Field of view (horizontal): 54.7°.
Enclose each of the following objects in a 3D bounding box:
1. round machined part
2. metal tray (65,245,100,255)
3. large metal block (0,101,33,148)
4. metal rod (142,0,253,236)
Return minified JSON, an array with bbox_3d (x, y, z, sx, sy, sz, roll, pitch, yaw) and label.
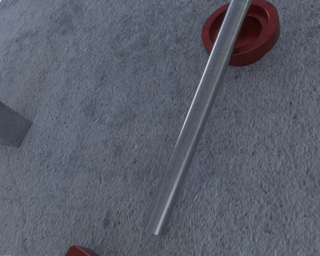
[{"bbox_3d":[0.107,-0.121,0.410,0.098,0.042,0.098,-13,56,20],"label":"round machined part"},{"bbox_3d":[-0.064,0.191,0.315,0.130,0.030,0.090,18,71,34],"label":"metal tray"},{"bbox_3d":[-0.280,-0.010,0.519,0.080,0.080,0.050,5,65,30],"label":"large metal block"},{"bbox_3d":[0.048,-0.025,0.357,0.025,0.025,0.299,17,81,34],"label":"metal rod"}]
